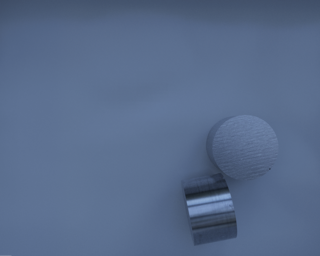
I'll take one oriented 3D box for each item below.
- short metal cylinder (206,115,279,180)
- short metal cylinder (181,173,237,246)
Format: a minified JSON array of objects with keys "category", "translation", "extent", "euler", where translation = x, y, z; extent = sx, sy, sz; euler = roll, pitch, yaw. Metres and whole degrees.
[{"category":"short metal cylinder","translation":[0.104,0.024,0.400],"extent":[0.081,0.050,0.079],"euler":[0,90,-1]},{"category":"short metal cylinder","translation":[0.059,0.100,0.385],"extent":[0.050,0.080,0.080],"euler":[-11,90,0]}]
